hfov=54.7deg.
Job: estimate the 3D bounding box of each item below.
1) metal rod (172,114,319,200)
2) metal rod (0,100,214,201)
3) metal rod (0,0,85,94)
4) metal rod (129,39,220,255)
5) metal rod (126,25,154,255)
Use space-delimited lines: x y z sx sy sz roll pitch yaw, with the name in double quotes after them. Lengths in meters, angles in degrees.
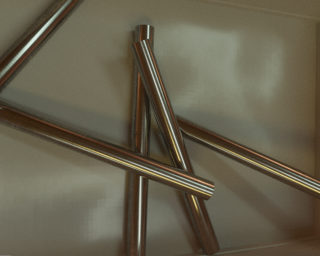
0.153 0.055 0.415 0.301 0.025 0.025 24 81 1 "metal rod"
-0.075 0.023 0.361 0.302 0.025 0.025 22 83 -11 "metal rod"
-0.167 -0.056 0.324 0.025 0.025 0.300 38 69 -16 "metal rod"
0.024 0.035 0.403 0.025 0.025 0.298 -24 104 -18 "metal rod"
-0.025 0.019 0.401 0.025 0.025 0.298 2 89 -20 "metal rod"
